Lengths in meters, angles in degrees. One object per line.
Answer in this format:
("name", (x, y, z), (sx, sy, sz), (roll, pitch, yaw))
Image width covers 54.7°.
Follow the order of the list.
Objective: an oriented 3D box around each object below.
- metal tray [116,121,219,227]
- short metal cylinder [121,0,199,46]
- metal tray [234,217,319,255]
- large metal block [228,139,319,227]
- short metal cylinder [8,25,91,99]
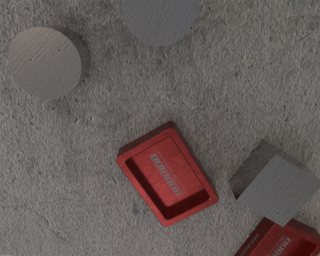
("metal tray", (0.012, 0.066, 0.431), (0.090, 0.030, 0.130), (-30, 108, 10))
("short metal cylinder", (0.000, -0.135, 0.347), (0.081, 0.050, 0.079), (0, 110, 0))
("metal tray", (0.177, 0.199, 0.482), (0.090, 0.030, 0.129), (26, 108, -10))
("large metal block", (0.155, 0.075, 0.425), (0.080, 0.050, 0.080), (31, 107, -11))
("short metal cylinder", (-0.127, -0.079, 0.366), (0.081, 0.050, 0.079), (0, 110, 0))
